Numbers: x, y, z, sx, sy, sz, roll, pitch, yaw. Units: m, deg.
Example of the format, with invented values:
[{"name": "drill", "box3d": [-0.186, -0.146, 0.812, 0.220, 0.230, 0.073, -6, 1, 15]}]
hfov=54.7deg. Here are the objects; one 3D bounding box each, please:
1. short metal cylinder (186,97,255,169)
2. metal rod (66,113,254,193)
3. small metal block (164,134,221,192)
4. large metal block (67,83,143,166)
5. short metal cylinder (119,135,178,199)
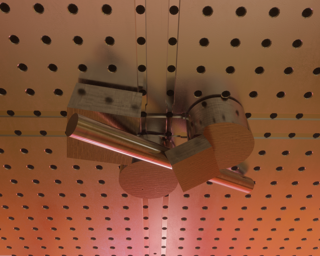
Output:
[{"name": "short metal cylinder", "box3d": [0.075, 0.008, 0.398, 0.081, 0.050, 0.079, 0, 130, 0]}, {"name": "metal rod", "box3d": [0.025, 0.043, 0.398, 0.302, 0.025, 0.025, 22, 128, -36]}, {"name": "small metal block", "box3d": [0.039, 0.042, 0.368, 0.050, 0.025, 0.050, -25, 128, -3]}, {"name": "large metal block", "box3d": [-0.069, -0.003, 0.385, 0.081, 0.050, 0.079, 8, 130, -7]}, {"name": "short metal cylinder", "box3d": [-0.015, 0.055, 0.437, 0.081, 0.050, 0.079, 0, 130, 0]}]
